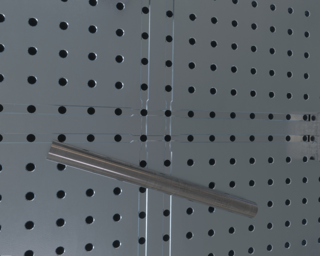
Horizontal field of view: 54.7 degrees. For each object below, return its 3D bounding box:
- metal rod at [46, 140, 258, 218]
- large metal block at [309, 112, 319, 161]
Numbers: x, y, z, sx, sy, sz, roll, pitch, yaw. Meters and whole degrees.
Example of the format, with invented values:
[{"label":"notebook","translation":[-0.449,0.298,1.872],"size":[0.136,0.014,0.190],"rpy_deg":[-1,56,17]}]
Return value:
[{"label":"metal rod","translation":[0.004,0.074,0.414],"size":[0.302,0.025,0.025],"rpy_deg":[20,83,-19]},{"label":"large metal block","translation":[0.298,0.014,0.510],"size":[0.081,0.050,0.079],"rpy_deg":[2,89,-20]}]
